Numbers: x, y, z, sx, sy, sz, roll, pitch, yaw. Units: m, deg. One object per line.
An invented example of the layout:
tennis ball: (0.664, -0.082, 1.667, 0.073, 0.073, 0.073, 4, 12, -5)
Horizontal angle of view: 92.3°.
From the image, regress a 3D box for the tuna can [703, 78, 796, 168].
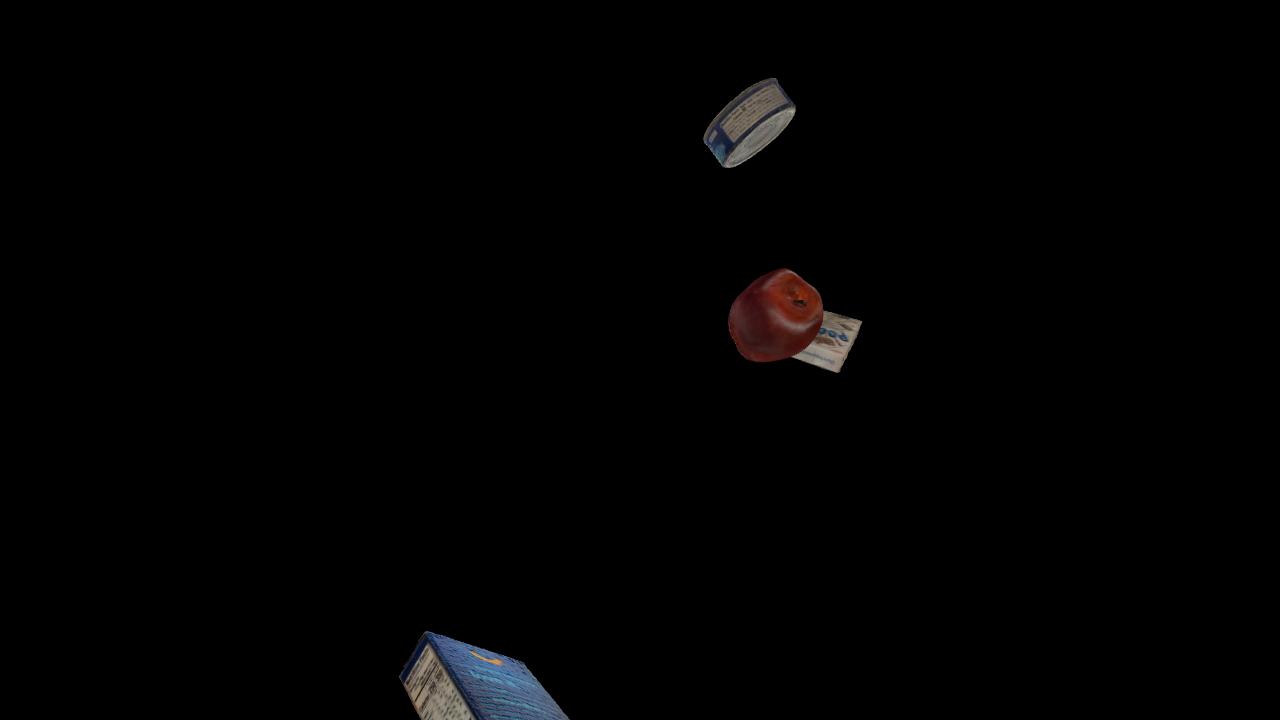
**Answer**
tuna can: (0.102, -0.218, 0.572, 0.084, 0.034, 0.084, -35, -3, -2)

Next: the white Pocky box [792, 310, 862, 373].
white Pocky box: (0.242, -0.032, 0.822, 0.084, 0.028, 0.154, 20, 27, 20)

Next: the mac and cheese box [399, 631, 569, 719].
mac and cheese box: (-0.074, 0.236, 0.374, 0.093, 0.041, 0.184, 37, -15, -33)

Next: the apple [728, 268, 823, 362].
apple: (0.117, -0.035, 0.539, 0.079, 0.079, 0.093, 0, -19, -21)
